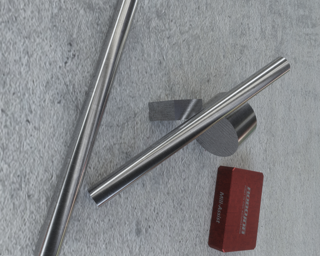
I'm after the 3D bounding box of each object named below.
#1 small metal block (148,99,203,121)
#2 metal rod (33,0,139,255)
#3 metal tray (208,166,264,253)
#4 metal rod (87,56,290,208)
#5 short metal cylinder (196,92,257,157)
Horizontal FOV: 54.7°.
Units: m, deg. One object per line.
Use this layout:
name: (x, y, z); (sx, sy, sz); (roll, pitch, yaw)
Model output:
small metal block: (0.020, -0.024, 0.408); (0.050, 0.050, 0.025); (-7, 94, -40)
metal rod: (-0.076, -0.012, 0.342); (0.025, 0.025, 0.299); (25, 74, -38)
metal tray: (0.128, 0.133, 0.512); (0.091, 0.030, 0.129); (15, 81, -39)
metal rod: (0.046, -0.004, 0.383); (0.301, 0.025, 0.025); (-34, 113, -14)
short metal cylinder: (0.091, -0.005, 0.448); (0.050, 0.080, 0.080); (-38, 114, -34)
